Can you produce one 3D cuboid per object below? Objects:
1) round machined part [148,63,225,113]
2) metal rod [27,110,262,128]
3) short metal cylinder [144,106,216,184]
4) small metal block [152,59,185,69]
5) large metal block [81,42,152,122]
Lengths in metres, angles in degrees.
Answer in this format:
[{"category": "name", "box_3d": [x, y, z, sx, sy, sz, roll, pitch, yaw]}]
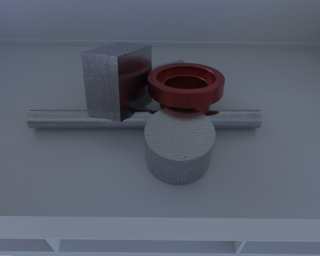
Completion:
[{"category": "round machined part", "box_3d": [0.034, -0.049, 0.408, 0.099, 0.042, 0.098, 0, 33, 0]}, {"category": "metal rod", "box_3d": [-0.019, -0.012, 0.411, 0.302, 0.025, 0.025, 0, 50, -1]}, {"category": "short metal cylinder", "box_3d": [0.022, 0.020, 0.369, 0.081, 0.050, 0.080, 0, 50, 0]}, {"category": "small metal block", "box_3d": [0.020, -0.073, 0.466, 0.050, 0.025, 0.050, -16, 52, -14]}, {"category": "large metal block", "box_3d": [-0.052, -0.063, 0.401, 0.050, 0.079, 0.080, 12, 27, 24]}]
